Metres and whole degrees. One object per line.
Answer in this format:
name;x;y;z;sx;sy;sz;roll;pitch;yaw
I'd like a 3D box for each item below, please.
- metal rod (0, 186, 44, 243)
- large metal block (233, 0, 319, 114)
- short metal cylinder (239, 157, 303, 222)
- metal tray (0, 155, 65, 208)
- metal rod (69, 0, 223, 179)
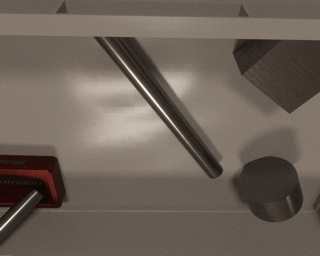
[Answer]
metal rod;-0.283;0.205;0.432;0.301;0.025;0.025;-49;126;-18
large metal block;0.140;-0.074;0.332;0.080;0.050;0.080;31;123;-24
short metal cylinder;0.161;0.088;0.451;0.080;0.080;0.050;-19;128;15
metal tray;-0.220;0.083;0.472;0.131;0.030;0.089;2;130;-2
metal rod;0.002;-0.030;0.383;0.025;0.025;0.300;-26;126;20
